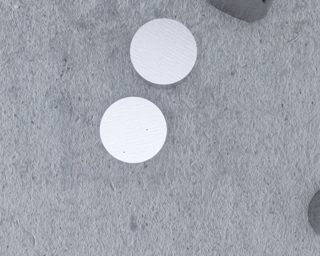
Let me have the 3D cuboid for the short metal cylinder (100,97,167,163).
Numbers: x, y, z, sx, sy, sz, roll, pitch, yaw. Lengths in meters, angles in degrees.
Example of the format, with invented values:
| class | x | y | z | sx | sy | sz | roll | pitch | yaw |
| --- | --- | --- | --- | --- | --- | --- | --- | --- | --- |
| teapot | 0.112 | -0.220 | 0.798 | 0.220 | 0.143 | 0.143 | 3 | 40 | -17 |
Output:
| class | x | y | z | sx | sy | sz | roll | pitch | yaw |
| --- | --- | --- | --- | --- | --- | --- | --- | --- | --- |
| short metal cylinder | -0.032 | 0.002 | 0.397 | 0.081 | 0.050 | 0.080 | 0 | 90 | 0 |

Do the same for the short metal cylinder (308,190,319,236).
| class | x | y | z | sx | sy | sz | roll | pitch | yaw |
| --- | --- | --- | --- | --- | --- | --- | --- | --- | --- |
| short metal cylinder | 0.243 | 0.117 | 0.399 | 0.081 | 0.050 | 0.080 | 0 | 90 | 0 |

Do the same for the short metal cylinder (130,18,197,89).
| class | x | y | z | sx | sy | sz | roll | pitch | yaw |
| --- | --- | --- | --- | --- | --- | --- | --- | --- | --- |
| short metal cylinder | 0.004 | -0.092 | 0.397 | 0.081 | 0.050 | 0.080 | 0 | 90 | 0 |

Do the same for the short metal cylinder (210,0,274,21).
| class | x | y | z | sx | sy | sz | roll | pitch | yaw |
| --- | --- | --- | --- | --- | --- | --- | --- | --- | --- |
| short metal cylinder | 0.105 | -0.177 | 0.383 | 0.080 | 0.080 | 0.050 | 25 | 90 | 0 |
